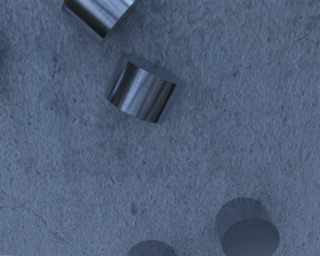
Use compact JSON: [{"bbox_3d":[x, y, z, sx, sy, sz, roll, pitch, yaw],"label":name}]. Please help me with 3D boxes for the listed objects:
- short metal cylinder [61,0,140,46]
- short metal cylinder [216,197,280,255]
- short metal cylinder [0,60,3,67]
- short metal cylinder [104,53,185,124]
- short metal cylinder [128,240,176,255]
[{"bbox_3d":[-0.058,-0.135,0.330,0.050,0.080,0.080,41,105,-14],"label":"short metal cylinder"},{"bbox_3d":[0.126,0.150,0.454,0.081,0.050,0.079,0,110,-1],"label":"short metal cylinder"},{"bbox_3d":[-0.230,-0.077,0.349,0.080,0.080,0.050,-22,109,7],"label":"short metal cylinder"},{"bbox_3d":[-0.018,-0.047,0.363,0.080,0.080,0.050,24,108,-9],"label":"short metal cylinder"},{"bbox_3d":[-0.013,0.223,0.478,0.081,0.050,0.079,0,110,-1],"label":"short metal cylinder"}]
